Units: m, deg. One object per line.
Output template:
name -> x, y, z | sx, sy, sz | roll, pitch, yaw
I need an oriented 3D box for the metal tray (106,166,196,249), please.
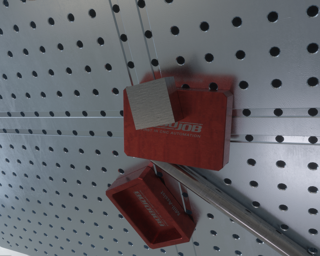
metal tray -> -0.016, 0.131, 0.497 | 0.090, 0.030, 0.130 | -29, 103, 37

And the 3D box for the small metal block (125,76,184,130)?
small metal block -> -0.006, -0.028, 0.354 | 0.050, 0.025, 0.050 | -11, 96, 27

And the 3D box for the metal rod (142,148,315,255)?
metal rod -> 0.089, 0.104, 0.428 | 0.301, 0.025, 0.025 | 35, 129, 4

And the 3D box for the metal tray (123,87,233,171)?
metal tray -> 0.019, -0.004, 0.379 | 0.130, 0.030, 0.089 | 7, 104, 24
